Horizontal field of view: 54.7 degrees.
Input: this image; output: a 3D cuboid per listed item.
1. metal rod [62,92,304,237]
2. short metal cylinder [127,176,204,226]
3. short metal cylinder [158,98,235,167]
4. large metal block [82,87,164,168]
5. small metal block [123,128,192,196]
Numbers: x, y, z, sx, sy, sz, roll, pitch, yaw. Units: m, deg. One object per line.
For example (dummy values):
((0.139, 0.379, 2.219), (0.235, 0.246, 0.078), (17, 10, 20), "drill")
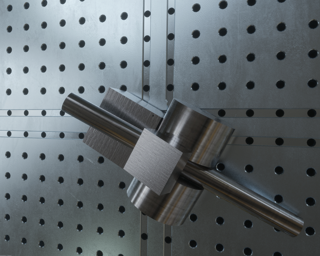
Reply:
((0.024, 0.041, 0.358), (0.301, 0.025, 0.025), (29, 100, 2), "metal rod")
((0.007, 0.073, 0.377), (0.080, 0.080, 0.050), (32, 100, 17), "short metal cylinder")
((0.041, 0.004, 0.366), (0.080, 0.080, 0.050), (29, 100, 17), "short metal cylinder")
((-0.041, 0.003, 0.408), (0.080, 0.050, 0.080), (31, 100, 17), "large metal block")
((-0.003, 0.034, 0.326), (0.050, 0.025, 0.050), (32, 101, 25), "small metal block")
